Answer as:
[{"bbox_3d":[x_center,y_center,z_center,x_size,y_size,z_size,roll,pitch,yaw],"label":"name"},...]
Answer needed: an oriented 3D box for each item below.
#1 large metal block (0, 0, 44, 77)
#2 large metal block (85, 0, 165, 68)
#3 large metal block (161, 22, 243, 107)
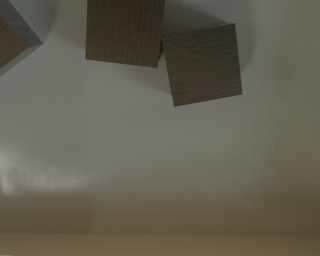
[{"bbox_3d":[-0.201,-0.105,0.357,0.080,0.050,0.080,-33,107,11],"label":"large metal block"},{"bbox_3d":[-0.038,-0.117,0.354,0.081,0.050,0.079,6,110,-2],"label":"large metal block"},{"bbox_3d":[0.048,-0.077,0.370,0.080,0.050,0.079,-10,110,3],"label":"large metal block"}]
